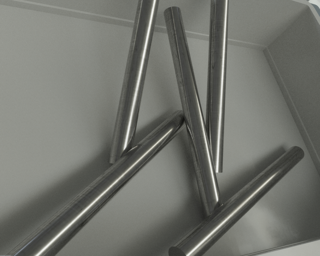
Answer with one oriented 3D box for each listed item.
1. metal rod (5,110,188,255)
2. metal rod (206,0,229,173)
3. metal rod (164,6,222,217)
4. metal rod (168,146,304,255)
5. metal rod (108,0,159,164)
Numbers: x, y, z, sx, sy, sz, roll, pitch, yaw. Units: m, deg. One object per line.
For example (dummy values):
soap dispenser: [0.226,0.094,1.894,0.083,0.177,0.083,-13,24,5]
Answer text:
metal rod: [-0.043,0.049,0.314,0.025,0.025,0.302,45,39,3]
metal rod: [0.078,-0.090,0.423,0.025,0.025,0.298,5,85,-26]
metal rod: [0.042,-0.026,0.410,0.025,0.025,0.299,-1,73,-29]
metal rod: [0.119,0.082,0.394,0.302,0.025,0.025,-22,74,-44]
metal rod: [-0.023,-0.104,0.374,0.025,0.025,0.299,12,83,-22]
